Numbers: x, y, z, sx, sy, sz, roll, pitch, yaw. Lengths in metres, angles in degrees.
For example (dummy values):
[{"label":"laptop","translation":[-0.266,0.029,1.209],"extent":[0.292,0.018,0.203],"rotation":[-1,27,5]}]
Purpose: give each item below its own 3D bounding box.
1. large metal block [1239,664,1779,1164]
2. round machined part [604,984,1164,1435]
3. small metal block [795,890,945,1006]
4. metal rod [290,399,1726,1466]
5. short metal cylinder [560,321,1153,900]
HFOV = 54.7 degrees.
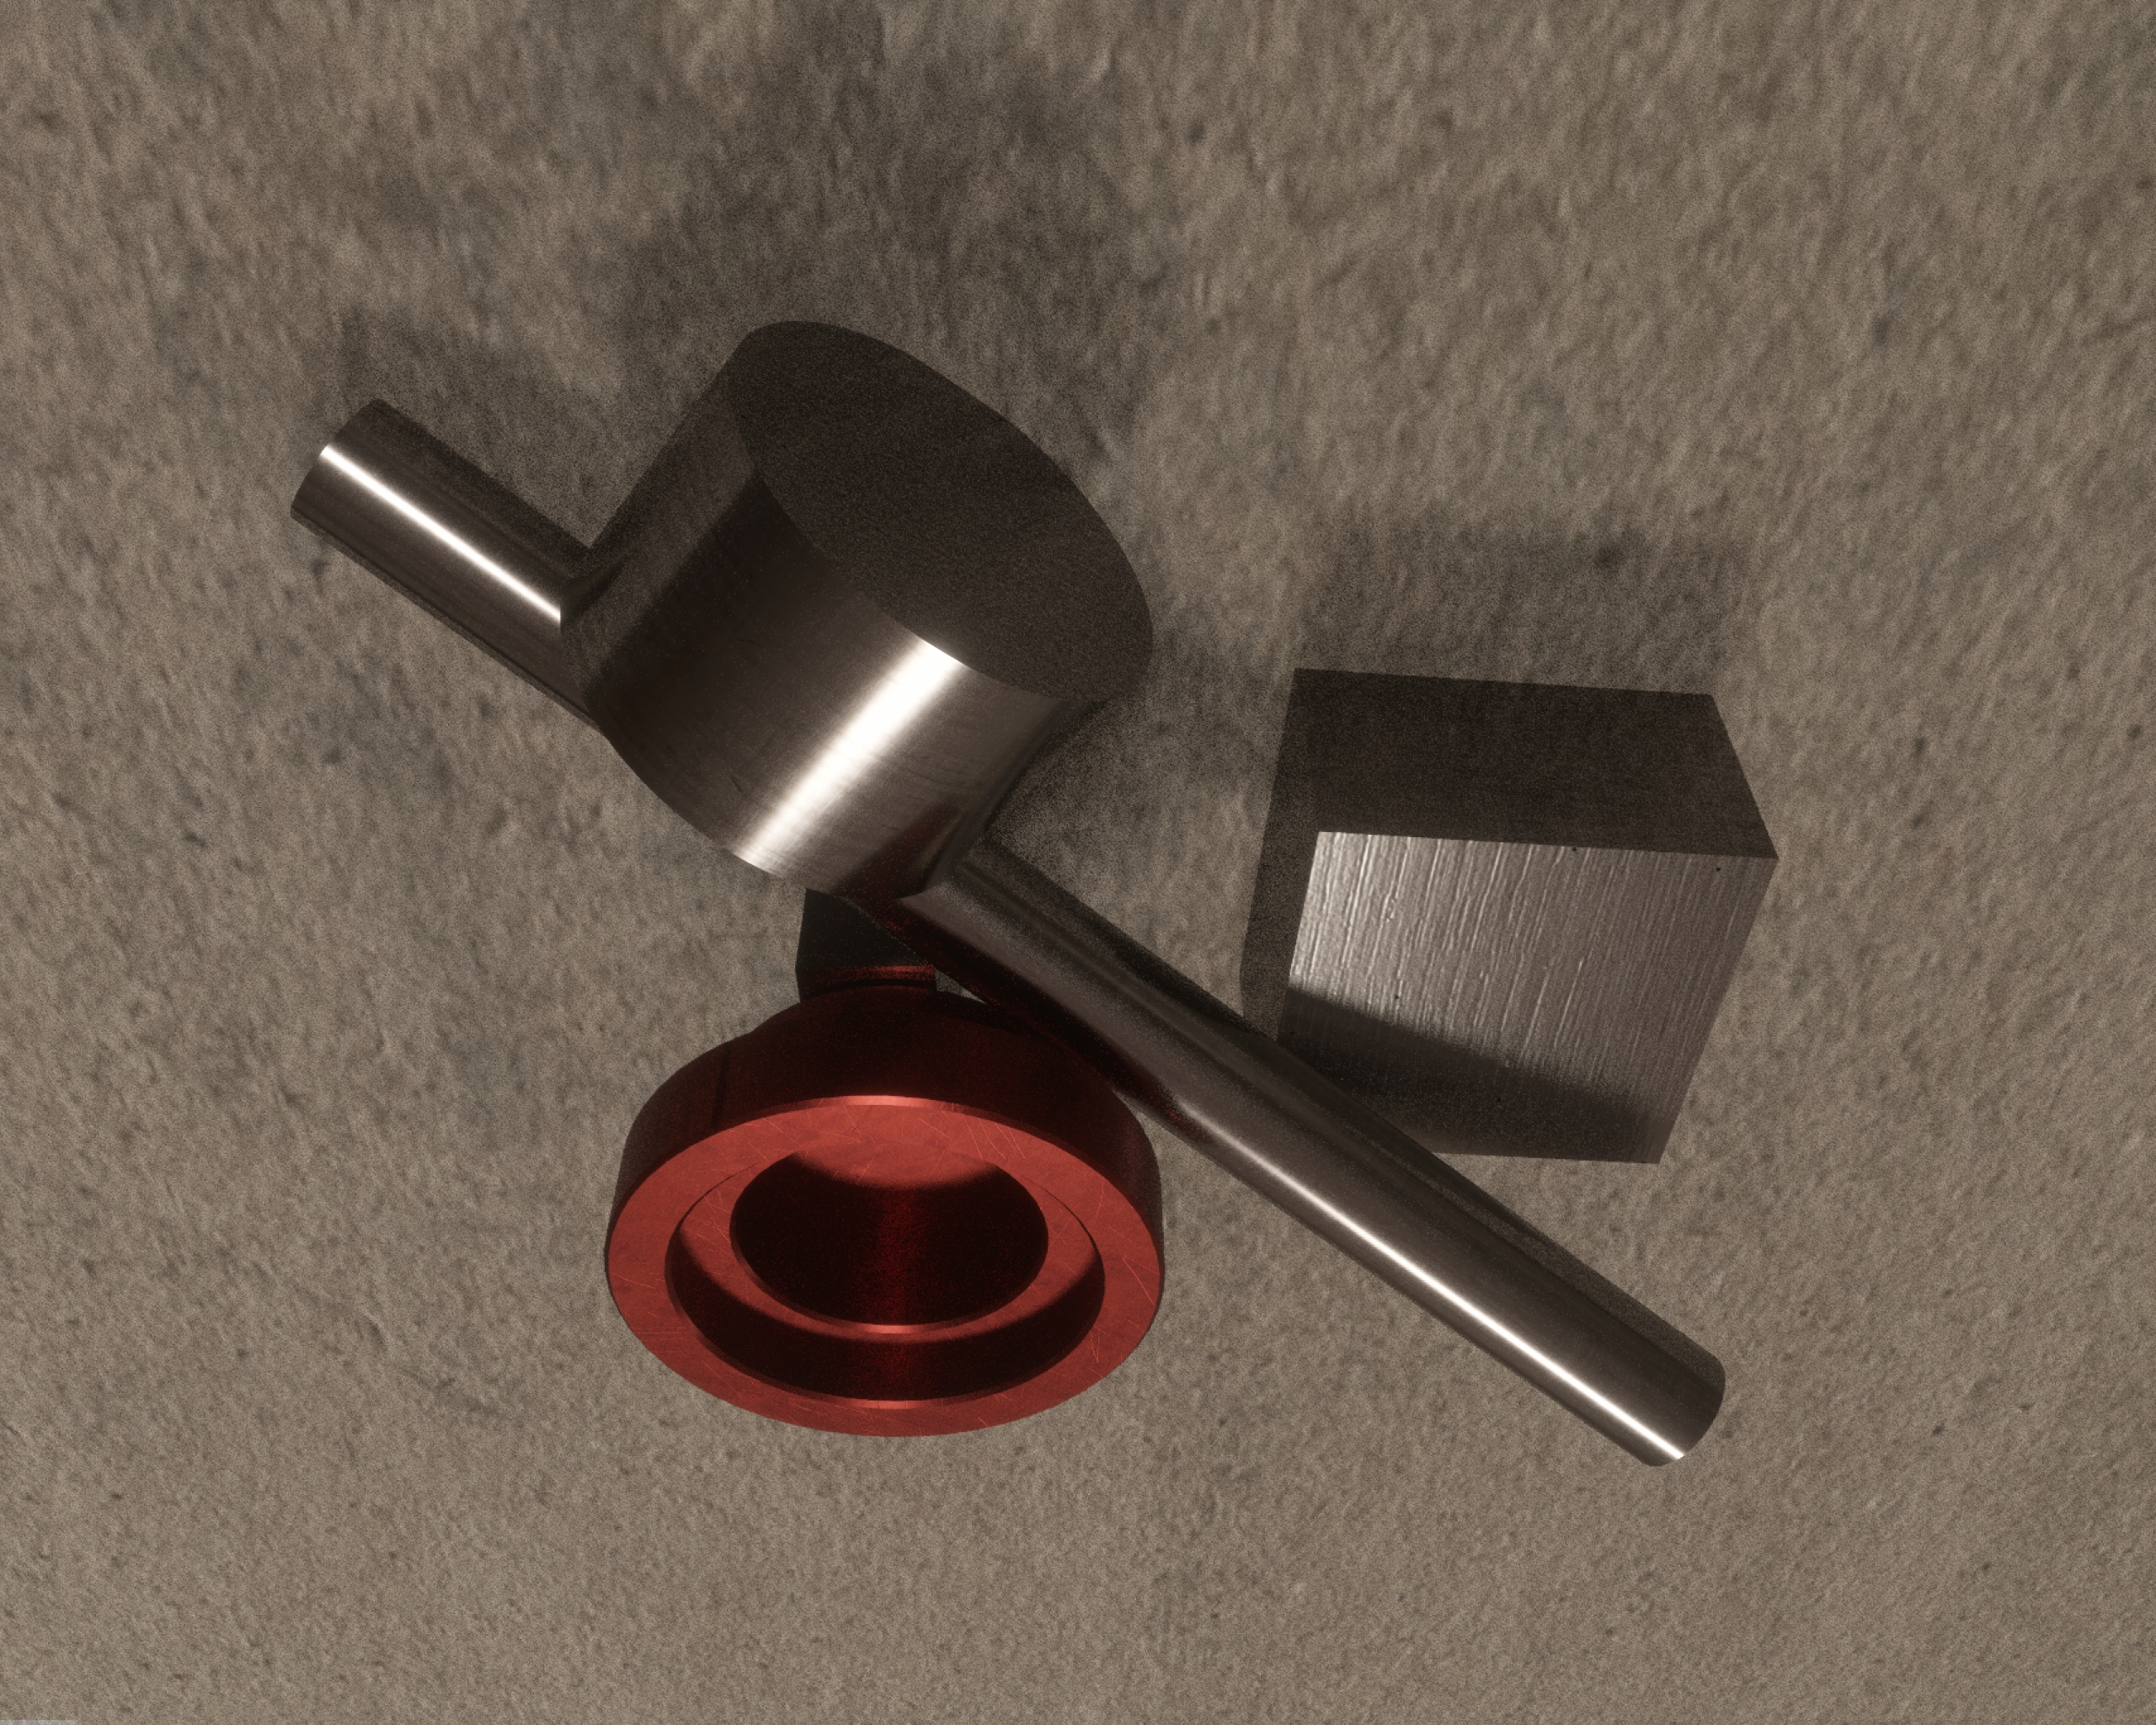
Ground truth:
[{"label":"large metal block","translation":[0.078,0.011,0.403],"extent":[0.081,0.050,0.079],"rotation":[3,130,-4]},{"label":"round machined part","translation":[-0.034,0.060,0.384],"extent":[0.099,0.042,0.097],"rotation":[-1,132,0]},{"label":"small metal block","translation":[-0.038,0.022,0.411],"extent":[0.025,0.050,0.050],"rotation":[-2,130,1]},{"label":"metal rod","translation":[-0.004,0.019,0.376],"extent":[0.301,0.025,0.025],"rotation":[36,122,-10]},{"label":"short metal cylinder","translation":[-0.035,-0.041,0.337],"extent":[0.080,0.080,0.050],"rotation":[30,124,-24]}]
